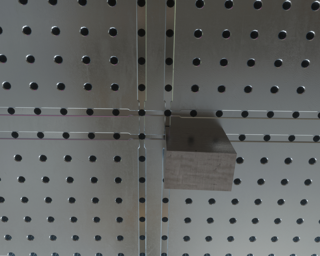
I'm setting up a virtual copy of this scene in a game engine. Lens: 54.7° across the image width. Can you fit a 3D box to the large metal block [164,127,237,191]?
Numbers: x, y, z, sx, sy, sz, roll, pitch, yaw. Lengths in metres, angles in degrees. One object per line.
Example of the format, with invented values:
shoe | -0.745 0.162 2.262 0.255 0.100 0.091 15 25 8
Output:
large metal block | 0.046 0.037 0.398 0.081 0.080 0.050 3 110 -2
